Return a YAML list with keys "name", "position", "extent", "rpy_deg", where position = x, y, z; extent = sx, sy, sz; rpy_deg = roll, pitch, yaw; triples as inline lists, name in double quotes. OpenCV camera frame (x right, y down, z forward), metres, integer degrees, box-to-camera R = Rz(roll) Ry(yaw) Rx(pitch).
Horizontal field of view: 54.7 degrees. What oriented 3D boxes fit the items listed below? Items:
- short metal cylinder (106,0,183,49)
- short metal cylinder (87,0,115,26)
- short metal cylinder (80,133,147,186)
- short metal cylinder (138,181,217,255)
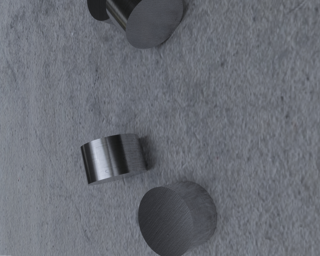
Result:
- name: "short metal cylinder"
  position: [-0.019, -0.146, 0.383]
  extent: [0.080, 0.081, 0.050]
  rpy_deg: [-50, 61, 28]
- name: "short metal cylinder"
  position: [-0.057, -0.184, 0.433]
  extent: [0.080, 0.050, 0.079]
  rpy_deg: [0, 90, 39]
- name: "short metal cylinder"
  position: [-0.063, 0.043, 0.419]
  extent: [0.080, 0.081, 0.050]
  rpy_deg: [-24, 75, 37]
- name: "short metal cylinder"
  position: [0.020, 0.107, 0.370]
  extent: [0.080, 0.050, 0.079]
  rpy_deg: [0, 90, 39]
